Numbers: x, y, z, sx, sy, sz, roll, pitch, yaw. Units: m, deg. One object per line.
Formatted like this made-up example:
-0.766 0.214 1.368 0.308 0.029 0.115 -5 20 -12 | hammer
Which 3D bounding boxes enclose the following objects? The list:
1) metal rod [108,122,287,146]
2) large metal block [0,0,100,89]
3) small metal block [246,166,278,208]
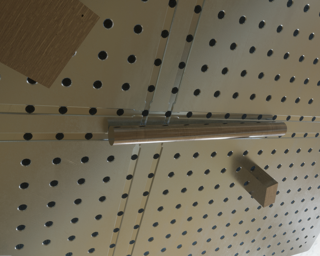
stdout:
0.073 0.005 0.456 0.303 0.025 0.025 -2 119 -28 | metal rod
-0.115 -0.095 0.274 0.080 0.050 0.080 32 101 -39 | large metal block
0.185 0.108 0.566 0.025 0.050 0.050 -18 126 -19 | small metal block
